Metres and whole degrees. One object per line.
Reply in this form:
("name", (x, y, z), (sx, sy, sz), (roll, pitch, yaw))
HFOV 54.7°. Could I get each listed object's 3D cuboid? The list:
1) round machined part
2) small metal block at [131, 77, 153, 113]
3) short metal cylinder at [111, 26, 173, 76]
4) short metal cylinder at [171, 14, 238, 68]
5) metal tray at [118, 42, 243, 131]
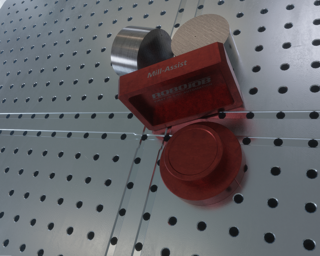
("round machined part", (0.044, 0.034, 0.353), (0.098, 0.042, 0.098), (-13, 56, 21))
("small metal block", (-0.016, -0.047, 0.430), (0.050, 0.050, 0.025), (-30, 52, 9))
("short metal cylinder", (-0.024, -0.105, 0.450), (0.050, 0.080, 0.080), (19, 72, 35))
("short metal cylinder", (0.062, -0.109, 0.426), (0.080, 0.050, 0.080), (-13, 56, 21))
("metal tray", (0.026, -0.045, 0.380), (0.130, 0.090, 0.030), (-16, 56, 19))
